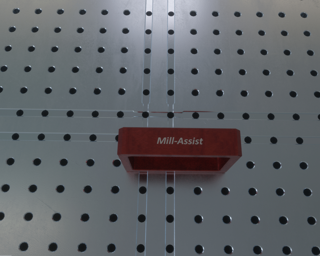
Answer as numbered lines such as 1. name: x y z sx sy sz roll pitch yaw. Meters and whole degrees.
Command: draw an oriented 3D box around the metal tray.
1. metal tray: 0.021 0.029 0.366 0.131 0.090 0.030 1 70 0
